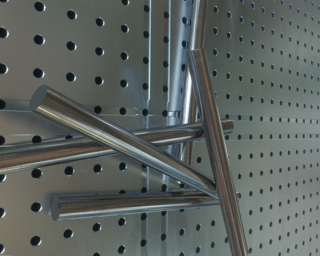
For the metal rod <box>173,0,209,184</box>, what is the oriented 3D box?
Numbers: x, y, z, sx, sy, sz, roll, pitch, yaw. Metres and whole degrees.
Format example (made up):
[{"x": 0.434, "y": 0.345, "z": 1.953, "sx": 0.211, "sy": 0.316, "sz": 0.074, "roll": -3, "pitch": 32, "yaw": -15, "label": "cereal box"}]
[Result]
[{"x": 0.047, "y": -0.070, "z": 0.450, "sx": 0.025, "sy": 0.025, "sz": 0.298, "roll": 10, "pitch": 84, "yaw": -40, "label": "metal rod"}]

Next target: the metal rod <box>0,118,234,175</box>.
[{"x": -0.026, "y": 0.014, "z": 0.368, "sx": 0.303, "sy": 0.025, "sz": 0.025, "roll": -8, "pitch": 95, "yaw": -34, "label": "metal rod"}]

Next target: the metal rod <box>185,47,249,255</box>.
[{"x": 0.080, "y": 0.045, "z": 0.413, "sx": 0.025, "sy": 0.025, "sz": 0.298, "roll": -27, "pitch": 110, "yaw": -37, "label": "metal rod"}]

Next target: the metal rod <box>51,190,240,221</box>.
[{"x": 0.007, "y": 0.099, "z": 0.417, "sx": 0.302, "sy": 0.025, "sz": 0.025, "roll": 8, "pitch": 85, "yaw": -40, "label": "metal rod"}]

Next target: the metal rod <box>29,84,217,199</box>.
[{"x": -0.007, "y": 0.034, "z": 0.357, "sx": 0.301, "sy": 0.025, "sz": 0.025, "roll": 32, "pitch": 70, "yaw": -43, "label": "metal rod"}]
